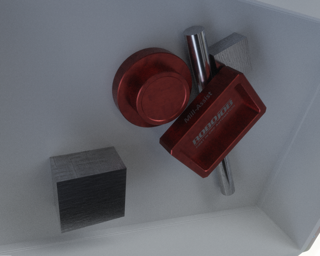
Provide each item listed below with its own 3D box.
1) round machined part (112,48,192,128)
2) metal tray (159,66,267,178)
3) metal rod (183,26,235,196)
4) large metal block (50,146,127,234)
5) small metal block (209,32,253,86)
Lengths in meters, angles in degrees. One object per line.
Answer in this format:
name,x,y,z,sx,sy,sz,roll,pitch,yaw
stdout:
round machined part,-0.003,-0.043,0.371,0.099,0.042,0.097,-14,125,-21
metal tray,0.072,-0.004,0.407,0.130,0.030,0.090,-49,132,2
metal rod,0.079,-0.002,0.452,0.025,0.025,0.299,-28,128,-11
large metal block,-0.090,0.076,0.391,0.081,0.050,0.079,-9,122,-24
small metal block,0.090,-0.088,0.405,0.050,0.025,0.050,-31,129,-9
